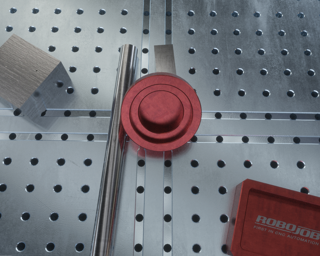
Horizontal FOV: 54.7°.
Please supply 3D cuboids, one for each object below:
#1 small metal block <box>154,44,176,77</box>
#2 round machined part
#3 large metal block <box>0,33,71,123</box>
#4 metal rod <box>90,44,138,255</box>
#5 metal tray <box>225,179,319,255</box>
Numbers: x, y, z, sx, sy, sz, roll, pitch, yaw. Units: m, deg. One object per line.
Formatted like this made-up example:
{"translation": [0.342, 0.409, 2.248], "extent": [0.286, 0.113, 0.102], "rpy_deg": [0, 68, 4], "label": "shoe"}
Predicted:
{"translation": [0.007, -0.079, 0.427], "extent": [0.025, 0.050, 0.050], "rpy_deg": [-4, 69, -2], "label": "small metal block"}
{"translation": [0.001, -0.023, 0.394], "extent": [0.099, 0.042, 0.097], "rpy_deg": [-1, 109, -2], "label": "round machined part"}
{"translation": [-0.184, -0.067, 0.421], "extent": [0.080, 0.050, 0.080], "rpy_deg": [31, 73, 10], "label": "large metal block"}
{"translation": [-0.057, 0.024, 0.402], "extent": [0.025, 0.025, 0.299], "rpy_deg": [5, 70, 1], "label": "metal rod"}
{"translation": [0.152, 0.121, 0.366], "extent": [0.131, 0.030, 0.090], "rpy_deg": [14, 70, 4], "label": "metal tray"}
